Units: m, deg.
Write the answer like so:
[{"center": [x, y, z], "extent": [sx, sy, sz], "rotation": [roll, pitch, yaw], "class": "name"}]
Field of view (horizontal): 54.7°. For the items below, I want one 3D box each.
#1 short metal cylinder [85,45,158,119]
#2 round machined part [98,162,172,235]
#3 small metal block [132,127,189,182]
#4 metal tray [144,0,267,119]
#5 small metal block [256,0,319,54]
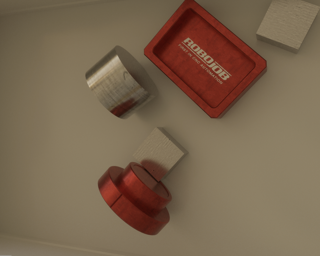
[{"center": [-0.048, -0.058, 0.397], "extent": [0.050, 0.080, 0.080], "rotation": [-37, 79, 16], "class": "short metal cylinder"}, {"center": [-0.024, 0.079, 0.380], "extent": [0.098, 0.098, 0.042], "rotation": [43, 96, 14], "class": "round machined part"}, {"center": [0.001, 0.034, 0.409], "extent": [0.050, 0.025, 0.050], "rotation": [44, 102, 14], "class": "small metal block"}, {"center": [0.055, -0.085, 0.387], "extent": [0.130, 0.030, 0.090], "rotation": [46, 104, 14], "class": "metal tray"}, {"center": [0.147, -0.120, 0.359], "extent": [0.050, 0.025, 0.050], "rotation": [28, 99, 17], "class": "small metal block"}]
